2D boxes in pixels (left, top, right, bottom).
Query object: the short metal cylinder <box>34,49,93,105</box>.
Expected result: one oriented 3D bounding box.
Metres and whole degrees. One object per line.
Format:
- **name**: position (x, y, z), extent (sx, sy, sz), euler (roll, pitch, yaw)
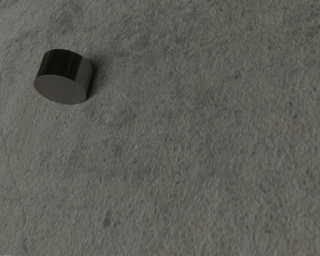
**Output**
- **short metal cylinder**: position (-0.153, -0.080, 0.496), extent (0.080, 0.080, 0.050), euler (-8, 59, 24)
